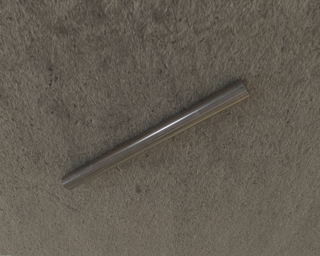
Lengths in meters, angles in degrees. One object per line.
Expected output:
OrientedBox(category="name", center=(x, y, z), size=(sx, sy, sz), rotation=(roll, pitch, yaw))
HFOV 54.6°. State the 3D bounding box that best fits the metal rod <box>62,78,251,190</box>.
OrientedBox(category="metal rod", center=(-0.020, 0.018, 0.424), size=(0.300, 0.025, 0.025), rotation=(-28, 125, 22))
